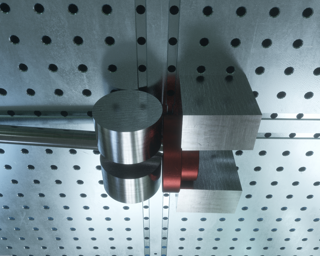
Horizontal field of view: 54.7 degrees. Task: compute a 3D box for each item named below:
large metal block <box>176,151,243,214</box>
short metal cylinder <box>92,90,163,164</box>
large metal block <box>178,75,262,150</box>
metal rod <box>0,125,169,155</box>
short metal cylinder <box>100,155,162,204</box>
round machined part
[{"bbox_3d":[0.063,0.071,0.438,0.081,0.080,0.050,2,130,-2],"label":"large metal block"},{"bbox_3d":[-0.038,-0.003,0.373,0.081,0.080,0.050,1,131,-1],"label":"short metal cylinder"},{"bbox_3d":[0.064,-0.020,0.360,0.081,0.080,0.050,0,130,0],"label":"large metal block"},{"bbox_3d":[-0.121,0.014,0.407,0.302,0.025,0.025,4,130,1],"label":"metal rod"},{"bbox_3d":[-0.038,0.055,0.421,0.081,0.080,0.050,1,131,-1],"label":"short metal cylinder"},{"bbox_3d":[0.024,0.032,0.391,0.042,0.098,0.097,1,130,-1],"label":"round machined part"}]
